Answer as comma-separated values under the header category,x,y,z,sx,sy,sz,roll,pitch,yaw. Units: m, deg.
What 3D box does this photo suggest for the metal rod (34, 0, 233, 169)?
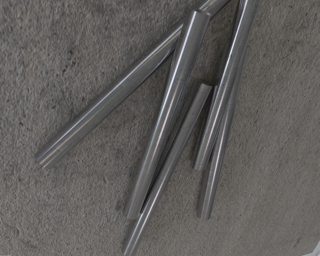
category,x,y,z,sx,sy,sz,roll,pitch,yaw
metal rod,-0.024,-0.063,0.354,0.300,0.025,0.025,-43,129,1

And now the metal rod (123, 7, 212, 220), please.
category,x,y,z,sx,sy,sz,roll,pitch,yaw
metal rod,-0.001,0.004,0.389,0.025,0.025,0.298,1,124,-29

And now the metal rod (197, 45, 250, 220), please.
category,x,y,z,sx,sy,sz,roll,pitch,yaw
metal rod,0.089,0.023,0.469,0.025,0.025,0.298,-9,122,-24

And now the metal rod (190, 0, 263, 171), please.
category,x,y,z,sx,sy,sz,roll,pitch,yaw
metal rod,0.084,-0.066,0.394,0.025,0.025,0.298,-6,127,-26

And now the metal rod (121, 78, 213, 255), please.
category,x,y,z,sx,sy,sz,roll,pitch,yaw
metal rod,0.003,0.070,0.451,0.025,0.025,0.298,9,114,-33
